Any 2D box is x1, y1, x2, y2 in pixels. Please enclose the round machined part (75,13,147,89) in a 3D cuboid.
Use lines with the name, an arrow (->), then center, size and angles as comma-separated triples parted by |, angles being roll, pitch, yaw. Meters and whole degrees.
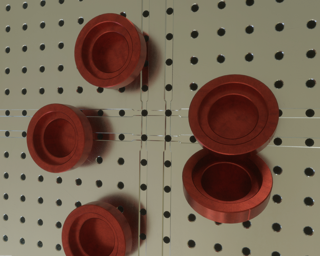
round machined part -> -0.063, -0.102, 0.425 | 0.098, 0.042, 0.097 | 0, 90, 19

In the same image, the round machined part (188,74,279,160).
round machined part -> 0.086, -0.010, 0.362 | 0.098, 0.042, 0.098 | -6, 68, 14

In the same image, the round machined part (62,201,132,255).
round machined part -> -0.083, 0.151, 0.432 | 0.098, 0.042, 0.097 | 0, 90, 19

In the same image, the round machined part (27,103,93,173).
round machined part -> -0.140, 0.014, 0.451 | 0.098, 0.042, 0.097 | 0, 90, 19

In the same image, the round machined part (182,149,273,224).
round machined part -> 0.076, 0.068, 0.357 | 0.098, 0.098, 0.042 | 11, 133, 19
